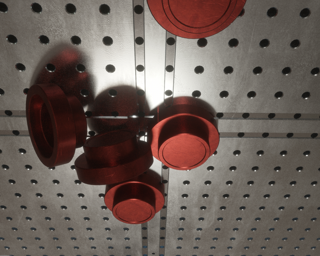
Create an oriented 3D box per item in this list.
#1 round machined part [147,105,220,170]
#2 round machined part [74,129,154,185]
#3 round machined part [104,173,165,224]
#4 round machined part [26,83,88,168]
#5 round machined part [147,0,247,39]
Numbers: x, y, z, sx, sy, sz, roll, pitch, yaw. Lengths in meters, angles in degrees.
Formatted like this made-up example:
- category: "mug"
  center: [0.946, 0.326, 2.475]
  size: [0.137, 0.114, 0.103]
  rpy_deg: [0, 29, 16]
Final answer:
- category: "round machined part"
  center: [0.031, 0.020, 0.418]
  size: [0.099, 0.042, 0.097]
  rpy_deg: [-1, 130, 0]
- category: "round machined part"
  center: [-0.060, 0.031, 0.396]
  size: [0.098, 0.098, 0.042]
  rpy_deg: [-8, 106, 7]
- category: "round machined part"
  center: [-0.041, 0.120, 0.502]
  size: [0.099, 0.042, 0.097]
  rpy_deg: [-1, 130, 0]
- category: "round machined part"
  center: [-0.122, -0.005, 0.370]
  size: [0.042, 0.098, 0.097]
  rpy_deg: [-13, 141, -39]
- category: "round machined part"
  center: [0.035, -0.129, 0.291]
  size: [0.099, 0.042, 0.097]
  rpy_deg: [-1, 130, 0]
